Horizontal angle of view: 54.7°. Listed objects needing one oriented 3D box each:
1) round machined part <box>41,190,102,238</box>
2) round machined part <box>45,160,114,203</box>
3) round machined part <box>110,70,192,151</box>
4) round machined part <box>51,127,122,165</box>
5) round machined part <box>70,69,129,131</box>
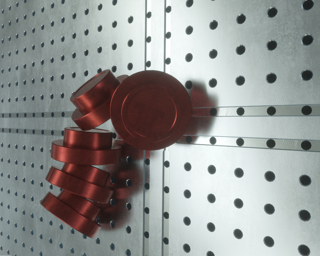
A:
[{"bbox_3d":[-0.130,0.125,0.479,0.098,0.098,0.042,19,67,38],"label":"round machined part"},{"bbox_3d":[-0.113,0.074,0.458,0.098,0.098,0.042,13,76,39],"label":"round machined part"},{"bbox_3d":[-0.011,-0.020,0.370,0.099,0.042,0.097,-1,100,-3],"label":"round machined part"},{"bbox_3d":[-0.103,0.023,0.445,0.098,0.099,0.042,9,95,39],"label":"round machined part"},{"bbox_3d":[-0.084,-0.044,0.427,0.098,0.098,0.042,-17,121,38],"label":"round machined part"}]
